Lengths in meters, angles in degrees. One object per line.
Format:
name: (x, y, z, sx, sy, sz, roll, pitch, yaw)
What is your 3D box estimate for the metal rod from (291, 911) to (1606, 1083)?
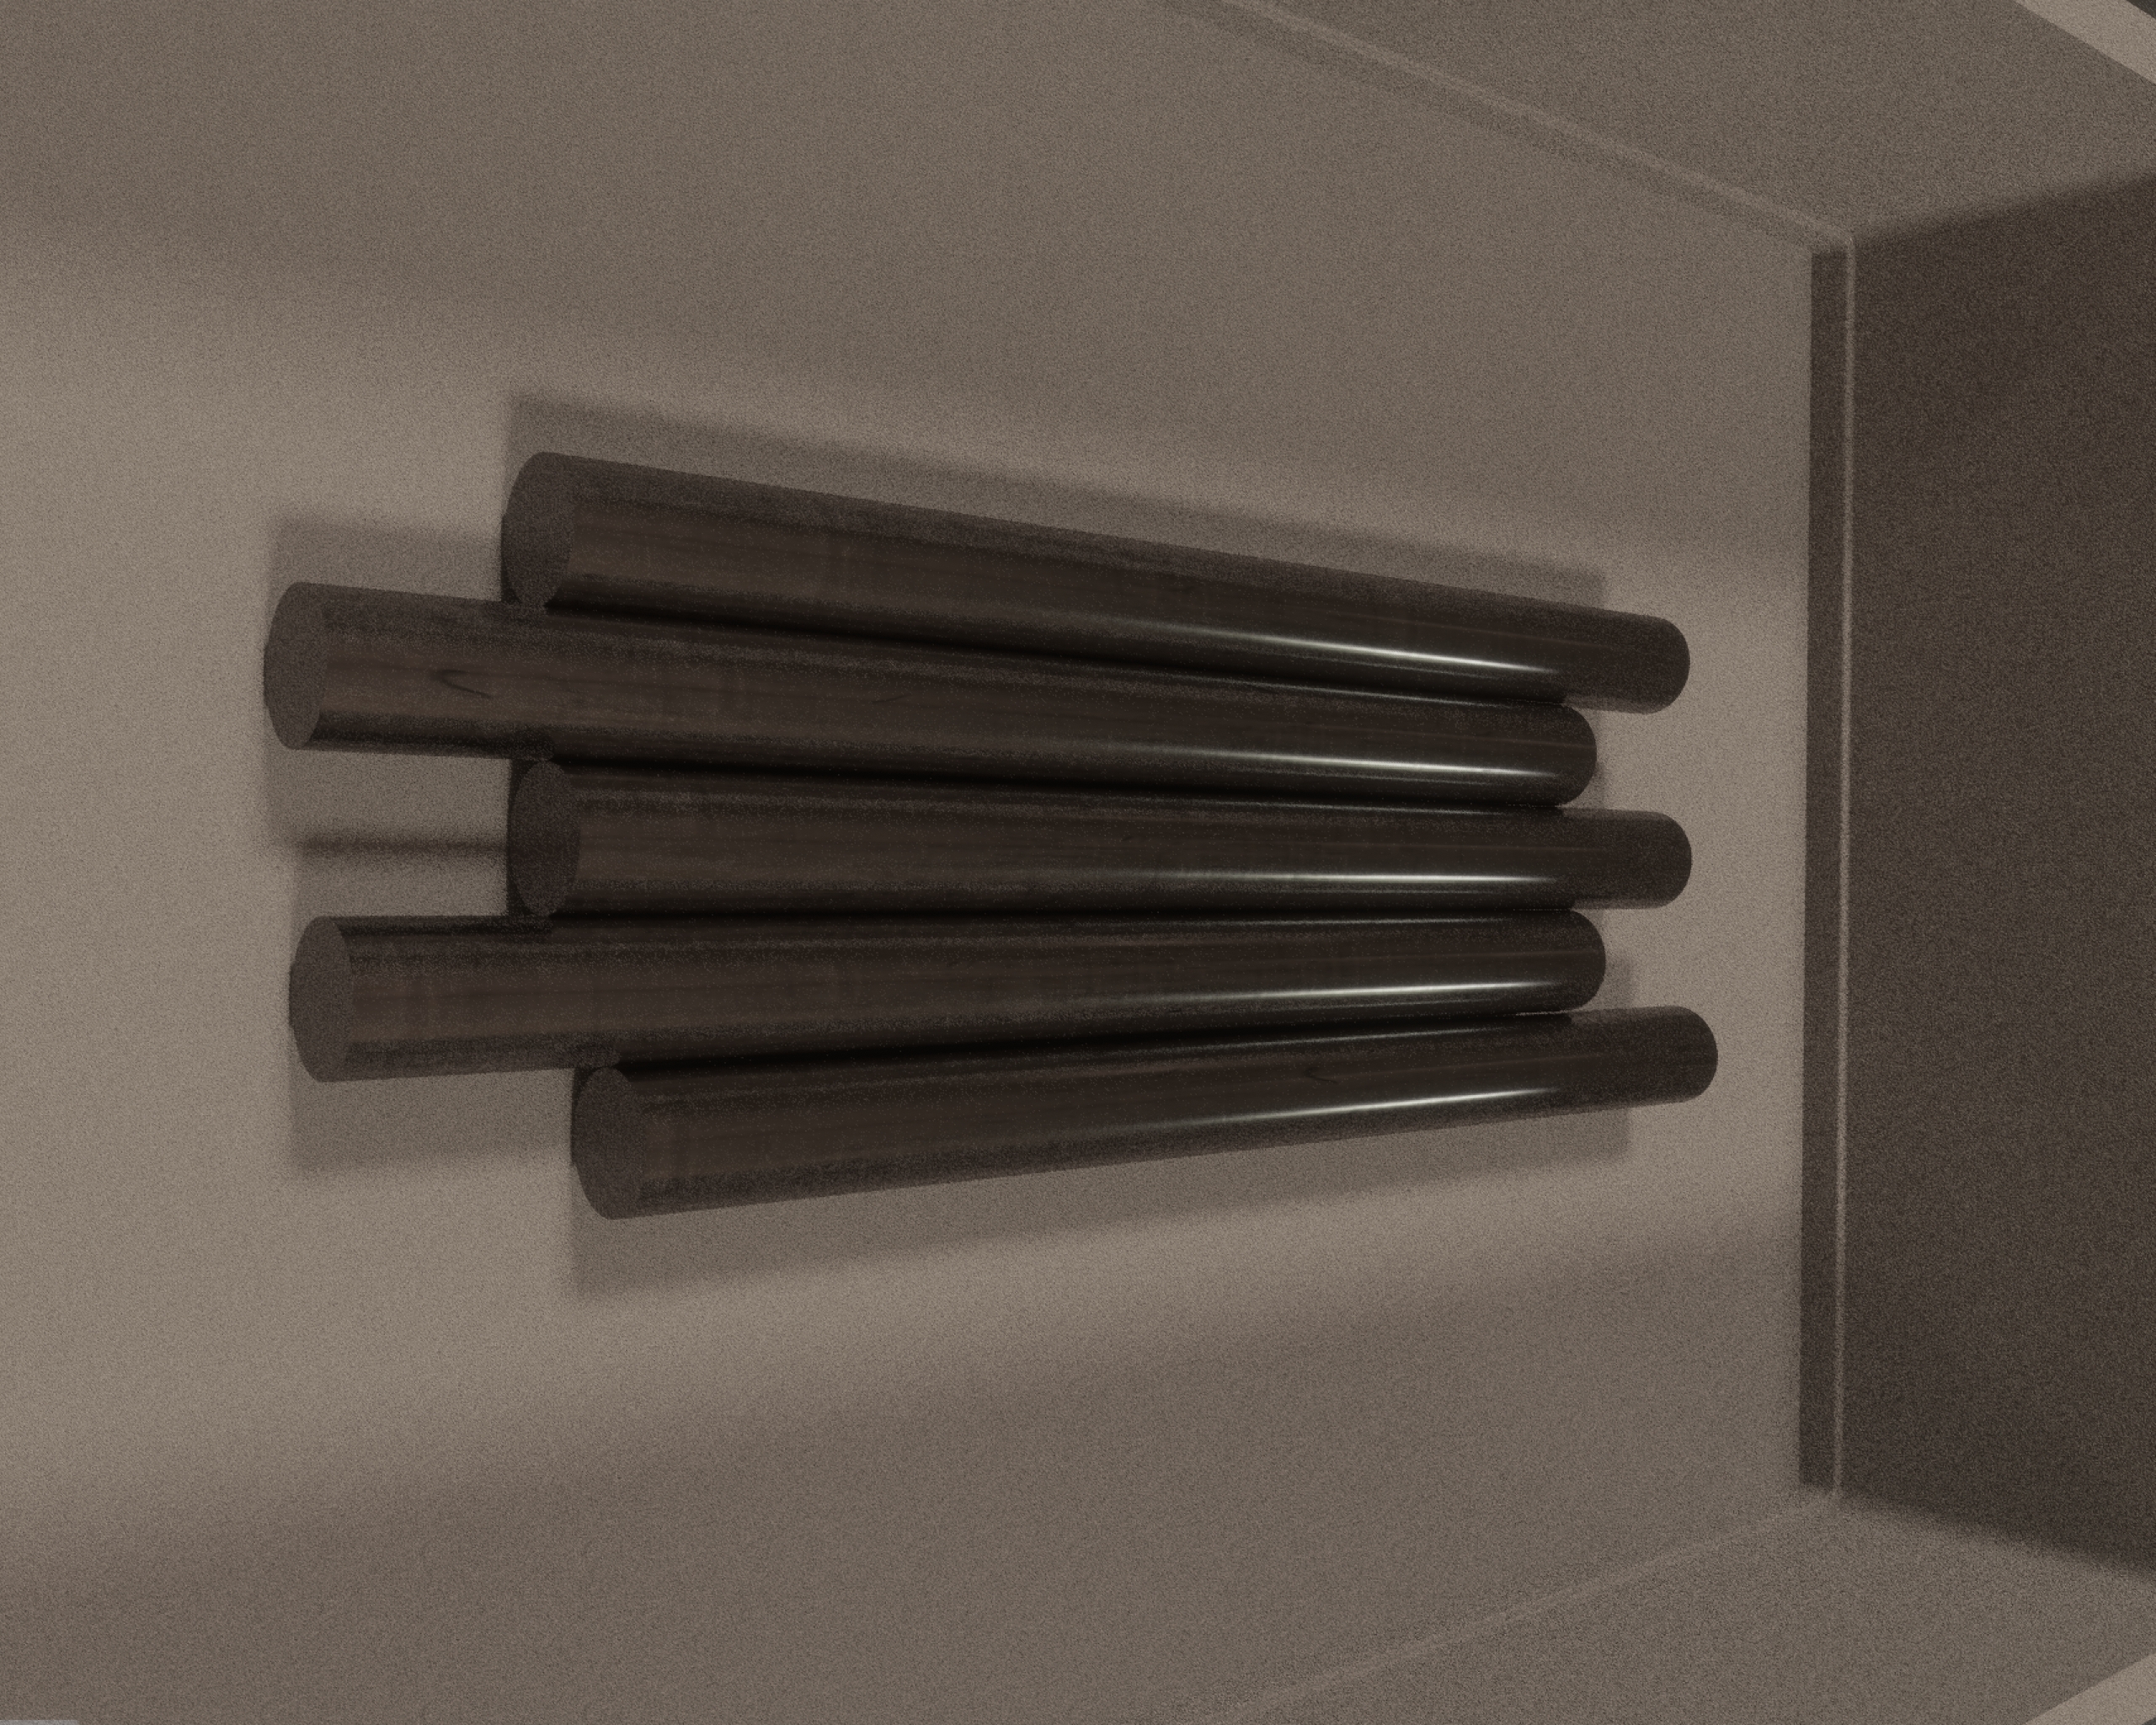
metal rod: (0.002, 0.022, 0.409, 0.302, 0.025, 0.025, 1, 90, -40)

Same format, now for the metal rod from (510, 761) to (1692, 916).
metal rod: (0.030, -0.002, 0.432, 0.302, 0.025, 0.025, 1, 90, -40)

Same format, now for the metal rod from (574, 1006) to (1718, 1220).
metal rod: (0.039, 0.048, 0.440, 0.302, 0.025, 0.025, 1, 90, -40)

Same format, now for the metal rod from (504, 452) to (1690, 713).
metal rod: (0.029, -0.052, 0.431, 0.302, 0.025, 0.025, 1, 90, -40)

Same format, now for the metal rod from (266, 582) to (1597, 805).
metal rod: (0.000, -0.027, 0.406, 0.302, 0.025, 0.025, 1, 90, -40)
